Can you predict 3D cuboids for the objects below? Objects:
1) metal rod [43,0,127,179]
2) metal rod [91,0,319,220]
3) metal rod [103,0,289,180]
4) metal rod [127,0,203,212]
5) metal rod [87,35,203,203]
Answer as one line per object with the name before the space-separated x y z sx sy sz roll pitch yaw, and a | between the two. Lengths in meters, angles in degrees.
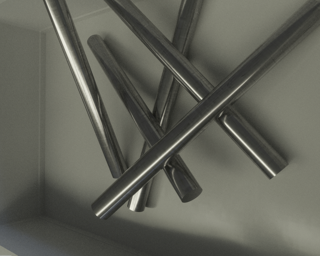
metal rod | -0.100 -0.067 0.405 0.025 0.025 0.298 0 116 40
metal rod | 0.040 -0.009 0.316 0.299 0.025 0.025 -44 63 11
metal rod | 0.027 -0.065 0.355 0.300 0.025 0.025 50 120 18
metal rod | 0.005 -0.030 0.400 0.025 0.025 0.298 25 105 37
metal rod | -0.035 -0.033 0.406 0.025 0.025 0.300 -53 51 26
